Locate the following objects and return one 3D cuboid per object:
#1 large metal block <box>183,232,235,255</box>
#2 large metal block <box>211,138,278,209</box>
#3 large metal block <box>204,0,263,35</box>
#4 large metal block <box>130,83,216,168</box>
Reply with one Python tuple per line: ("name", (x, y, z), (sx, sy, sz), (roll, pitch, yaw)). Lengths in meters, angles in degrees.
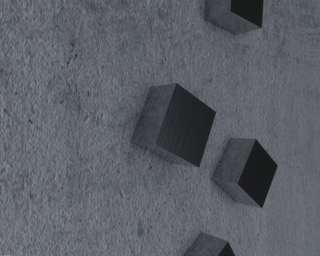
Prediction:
("large metal block", (0.071, 0.215, 0.448), (0.080, 0.050, 0.080), (-41, 115, -32))
("large metal block", (0.140, 0.072, 0.505), (0.080, 0.050, 0.080), (44, 64, -31))
("large metal block", (0.118, -0.202, 0.486), (0.081, 0.050, 0.080), (7, 86, -40))
("large metal block", (0.019, -0.002, 0.404), (0.080, 0.050, 0.080), (31, 71, -36))
